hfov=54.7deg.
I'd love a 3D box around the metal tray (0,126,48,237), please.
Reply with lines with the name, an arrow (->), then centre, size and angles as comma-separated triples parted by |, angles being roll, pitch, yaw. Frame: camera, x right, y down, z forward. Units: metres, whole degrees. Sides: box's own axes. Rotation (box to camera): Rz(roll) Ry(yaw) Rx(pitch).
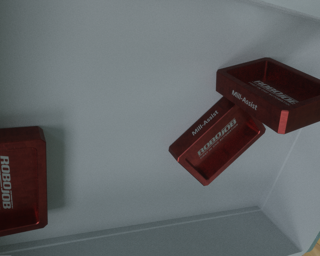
metal tray -> -0.177, 0.064, 0.348 | 0.091, 0.030, 0.129 | -5, 121, -26

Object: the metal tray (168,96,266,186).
metal tray -> 0.088, 0.017, 0.463 | 0.130, 0.030, 0.090 | -43, 129, 2

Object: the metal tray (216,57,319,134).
metal tray -> 0.143, -0.047, 0.389 | 0.091, 0.130, 0.030 | -17, 125, -19
